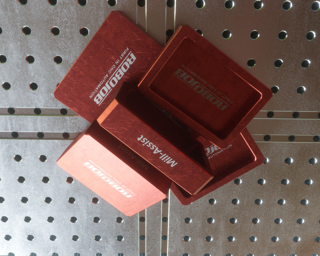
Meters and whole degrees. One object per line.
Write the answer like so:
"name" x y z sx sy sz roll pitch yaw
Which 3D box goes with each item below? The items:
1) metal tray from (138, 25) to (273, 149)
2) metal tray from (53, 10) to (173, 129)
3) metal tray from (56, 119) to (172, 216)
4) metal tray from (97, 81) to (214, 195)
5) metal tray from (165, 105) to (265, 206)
"metal tray" 0.051 -0.046 0.362 0.130 0.030 0.090 34 106 -12
"metal tray" -0.057 -0.066 0.385 0.090 0.030 0.130 37 106 -13
"metal tray" -0.061 0.058 0.411 0.130 0.030 0.090 40 130 -14
"metal tray" -0.003 0.008 0.349 0.130 0.090 0.030 39 105 -14
"metal tray" 0.063 0.038 0.424 0.130 0.030 0.090 -32 107 10
